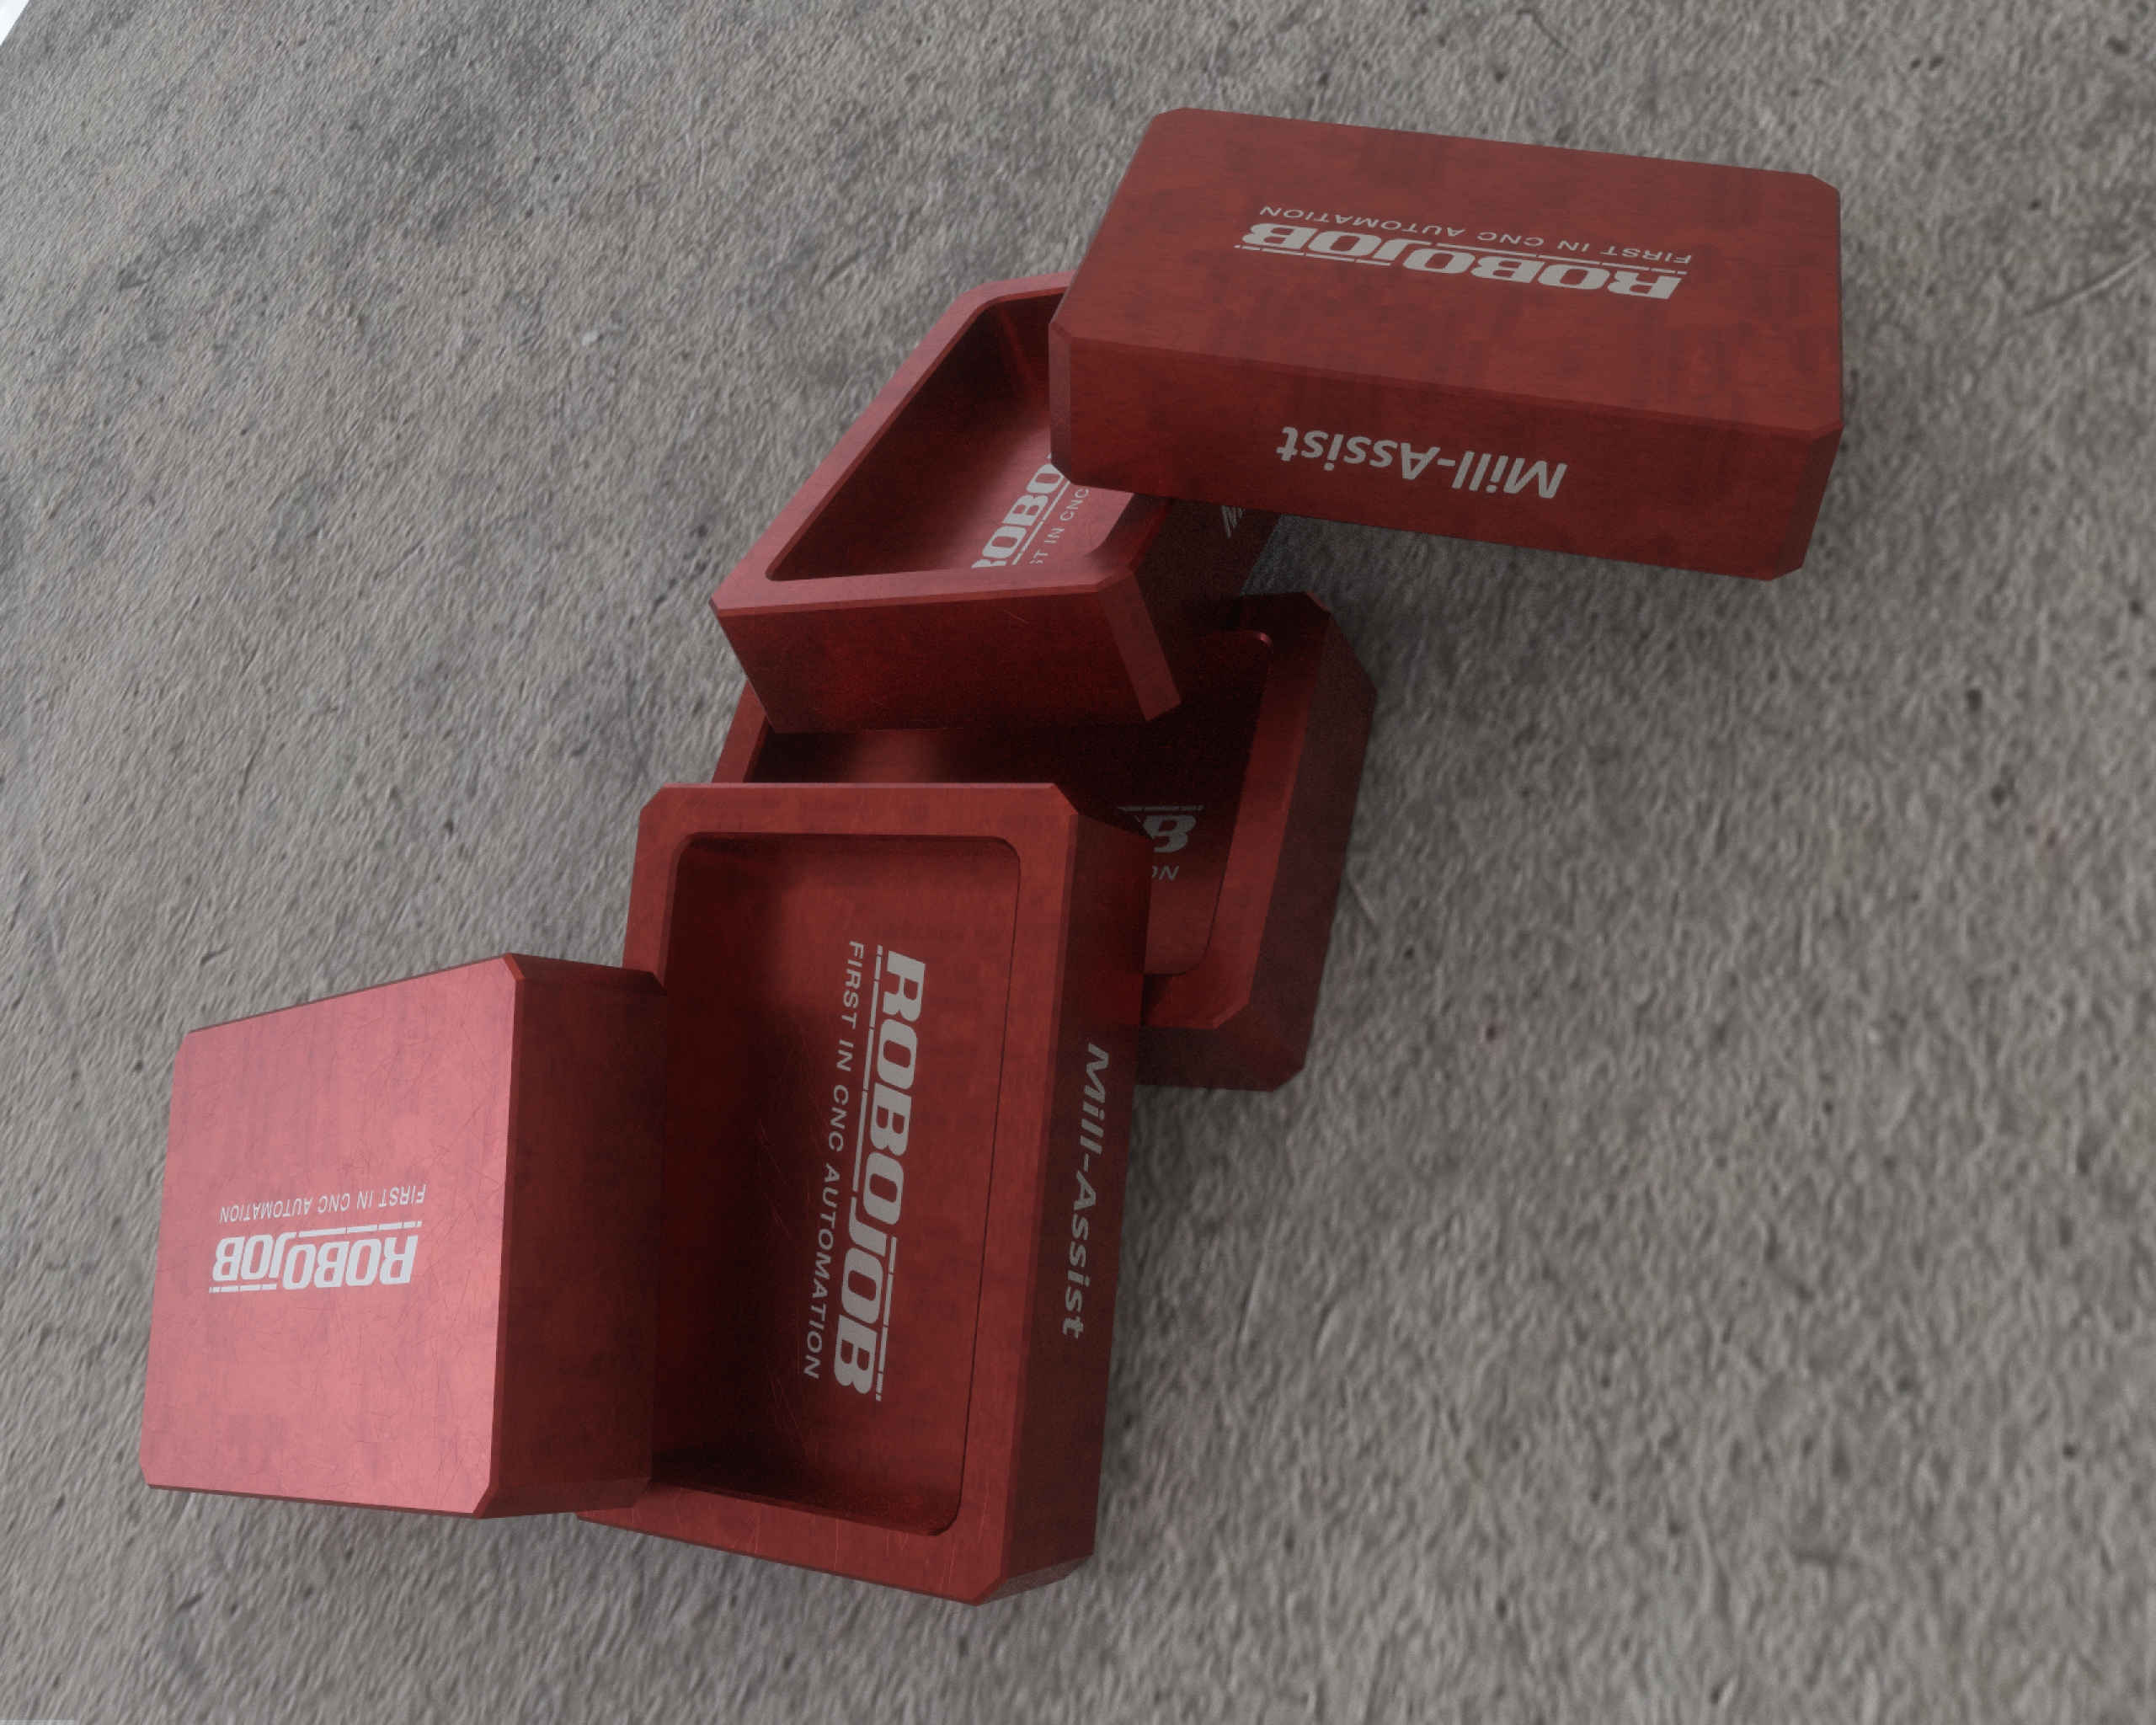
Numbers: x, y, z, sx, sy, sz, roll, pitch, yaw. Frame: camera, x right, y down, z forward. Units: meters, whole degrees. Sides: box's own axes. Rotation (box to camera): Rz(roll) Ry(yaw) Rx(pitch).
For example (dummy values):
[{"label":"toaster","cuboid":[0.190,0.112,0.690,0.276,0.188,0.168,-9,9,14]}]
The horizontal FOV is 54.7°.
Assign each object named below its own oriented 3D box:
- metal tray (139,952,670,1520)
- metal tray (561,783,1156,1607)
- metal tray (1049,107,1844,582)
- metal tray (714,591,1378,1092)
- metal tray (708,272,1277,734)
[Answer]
[{"label":"metal tray","cuboid":[-0.127,0.070,0.384,0.130,0.030,0.090,-13,72,42]},{"label":"metal tray","cuboid":[-0.038,0.052,0.361,0.090,0.030,0.129,1,81,28]},{"label":"metal tray","cuboid":[0.068,-0.098,0.380,0.131,0.030,0.090,10,46,10]},{"label":"metal tray","cuboid":[-0.014,-0.005,0.410,0.130,0.030,0.090,0,62,28]},{"label":"metal tray","cuboid":[-0.004,-0.078,0.423,0.090,0.030,0.130,0,41,28]}]
